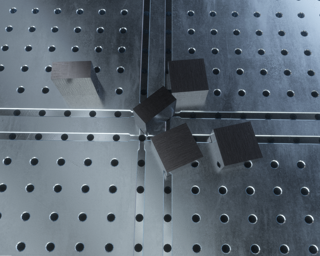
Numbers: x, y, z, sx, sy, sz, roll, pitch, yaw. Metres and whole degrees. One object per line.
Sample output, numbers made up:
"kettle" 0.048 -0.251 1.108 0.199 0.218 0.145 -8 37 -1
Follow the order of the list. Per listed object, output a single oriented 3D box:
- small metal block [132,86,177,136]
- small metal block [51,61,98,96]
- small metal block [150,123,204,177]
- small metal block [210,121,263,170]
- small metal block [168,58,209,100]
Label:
"small metal block" -0.007 -0.021 0.406 0.050 0.050 0.025 -39 75 -13
"small metal block" -0.114 -0.067 0.421 0.050 0.050 0.025 -2 70 -1
"small metal block" 0.021 0.028 0.402 0.050 0.025 0.050 -23 72 -9
"small metal block" 0.099 0.023 0.405 0.050 0.025 0.050 -12 71 -5
"small metal block" 0.039 -0.068 0.437 0.050 0.025 0.050 -5 70 -2
